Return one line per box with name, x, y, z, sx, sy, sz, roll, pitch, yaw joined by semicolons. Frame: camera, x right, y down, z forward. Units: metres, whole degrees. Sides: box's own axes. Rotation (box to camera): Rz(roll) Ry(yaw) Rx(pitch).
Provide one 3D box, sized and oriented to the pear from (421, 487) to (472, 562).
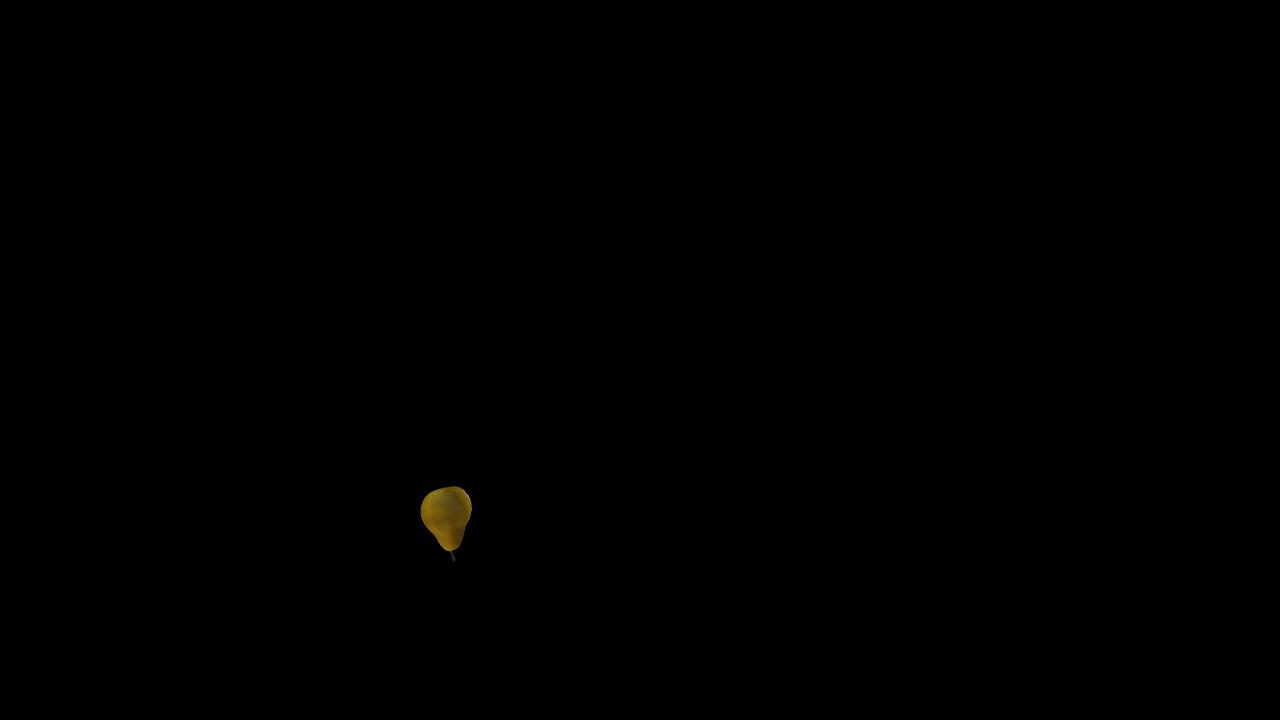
pear;-0.295;0.253;0.943;0.080;0.111;0.080;-13;-14;-3
